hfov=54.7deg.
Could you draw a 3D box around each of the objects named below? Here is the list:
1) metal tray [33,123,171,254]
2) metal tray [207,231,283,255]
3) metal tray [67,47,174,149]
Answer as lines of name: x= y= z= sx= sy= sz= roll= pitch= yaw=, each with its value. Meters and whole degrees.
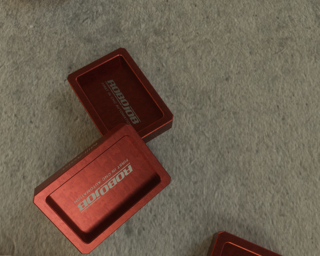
metal tray: x=-0.064 y=0.067 z=0.357 sx=0.130 sy=0.030 sz=0.090 roll=-39 pitch=106 yaw=-13
metal tray: x=0.084 y=0.191 z=0.336 sx=0.090 sy=0.030 sz=0.130 roll=22 pitch=71 yaw=7
metal tray: x=-0.053 y=-0.036 z=0.417 sx=0.090 sy=0.030 sz=0.130 roll=-31 pitch=73 yaw=-11
